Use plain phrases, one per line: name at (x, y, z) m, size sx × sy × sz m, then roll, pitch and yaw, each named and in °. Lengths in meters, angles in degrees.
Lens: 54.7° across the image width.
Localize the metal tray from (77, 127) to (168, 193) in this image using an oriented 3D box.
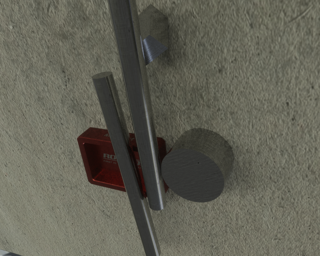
metal tray at (-0.054, 0.052, 0.461) m, size 0.130 × 0.030 × 0.089 m, roll 8°, pitch 122°, yaw 24°

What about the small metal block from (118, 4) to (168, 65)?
small metal block at (-0.018, -0.096, 0.336) m, size 0.025 × 0.050 × 0.050 m, roll 28°, pitch 137°, yaw -35°

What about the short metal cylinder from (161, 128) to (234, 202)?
short metal cylinder at (0.048, 0.047, 0.393) m, size 0.080 × 0.050 × 0.079 m, roll 13°, pitch 124°, yaw 20°

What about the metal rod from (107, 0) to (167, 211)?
metal rod at (-0.020, -0.014, 0.346) m, size 0.025 × 0.025 × 0.298 m, roll 9°, pitch 129°, yaw 23°

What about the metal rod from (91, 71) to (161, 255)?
metal rod at (-0.039, 0.069, 0.428) m, size 0.025 × 0.025 × 0.298 m, roll 2°, pitch 120°, yaw 27°
